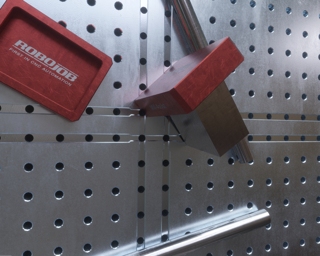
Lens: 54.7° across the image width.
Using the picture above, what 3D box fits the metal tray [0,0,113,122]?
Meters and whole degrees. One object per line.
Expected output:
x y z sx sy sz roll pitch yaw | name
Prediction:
-0.134 -0.076 0.360 0.130 0.030 0.090 32 80 -18 | metal tray

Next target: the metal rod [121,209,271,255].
0.022 0.163 0.422 0.303 0.025 0.025 -11 94 -20 | metal rod

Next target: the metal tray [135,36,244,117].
0.028 -0.055 0.368 0.090 0.130 0.030 -44 104 -15 | metal tray

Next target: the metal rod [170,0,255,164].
0.068 -0.087 0.438 0.025 0.025 0.299 -28 100 -18 | metal rod

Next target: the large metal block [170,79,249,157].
0.056 -0.016 0.400 0.050 0.080 0.080 -36 110 -17 | large metal block
